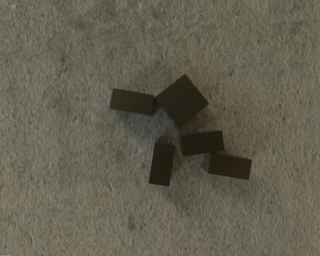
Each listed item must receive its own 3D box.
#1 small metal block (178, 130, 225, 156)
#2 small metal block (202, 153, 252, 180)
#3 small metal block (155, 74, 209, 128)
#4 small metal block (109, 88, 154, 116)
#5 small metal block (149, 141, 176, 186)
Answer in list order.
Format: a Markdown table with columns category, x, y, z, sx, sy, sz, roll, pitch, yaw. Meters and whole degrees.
| category | x | y | z | sx | sy | sz | roll | pitch | yaw |
| --- | --- | --- | --- | --- | --- | --- | --- | --- | --- |
| small metal block | 0.051 | 0.018 | 0.398 | 0.050 | 0.050 | 0.025 | -7 | 90 | 0 |
| small metal block | 0.085 | 0.047 | 0.399 | 0.050 | 0.050 | 0.025 | 10 | 90 | -1 |
| small metal block | 0.028 | -0.035 | 0.410 | 0.050 | 0.025 | 0.050 | -39 | 91 | 0 |
| small metal block | -0.034 | -0.032 | 0.397 | 0.050 | 0.050 | 0.025 | 10 | 90 | -1 |
| small metal block | 0.002 | 0.044 | 0.398 | 0.025 | 0.050 | 0.050 | 9 | 90 | 0 |
